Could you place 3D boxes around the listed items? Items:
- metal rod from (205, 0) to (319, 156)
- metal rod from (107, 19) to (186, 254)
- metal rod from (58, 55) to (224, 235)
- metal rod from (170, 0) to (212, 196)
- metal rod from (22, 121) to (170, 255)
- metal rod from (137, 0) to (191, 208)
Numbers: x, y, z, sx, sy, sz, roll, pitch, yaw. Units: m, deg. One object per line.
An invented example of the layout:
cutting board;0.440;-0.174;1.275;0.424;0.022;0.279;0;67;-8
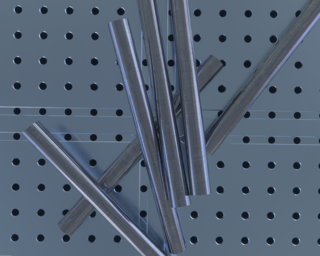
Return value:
metal rod;0.153;-0.089;0.414;0.025;0.025;0.300;38;90;0
metal rod;-0.013;0.019;0.388;0.025;0.025;0.298;-14;100;0
metal rod;-0.025;0.022;0.413;0.025;0.025;0.300;42;90;0
metal rod;0.035;-0.068;0.390;0.025;0.025;0.299;-5;81;0
metal rod;-0.056;0.110;0.392;0.025;0.025;0.300;-42;99;0
metal rod;0.001;-0.053;0.392;0.025;0.025;0.299;-9;82;0
